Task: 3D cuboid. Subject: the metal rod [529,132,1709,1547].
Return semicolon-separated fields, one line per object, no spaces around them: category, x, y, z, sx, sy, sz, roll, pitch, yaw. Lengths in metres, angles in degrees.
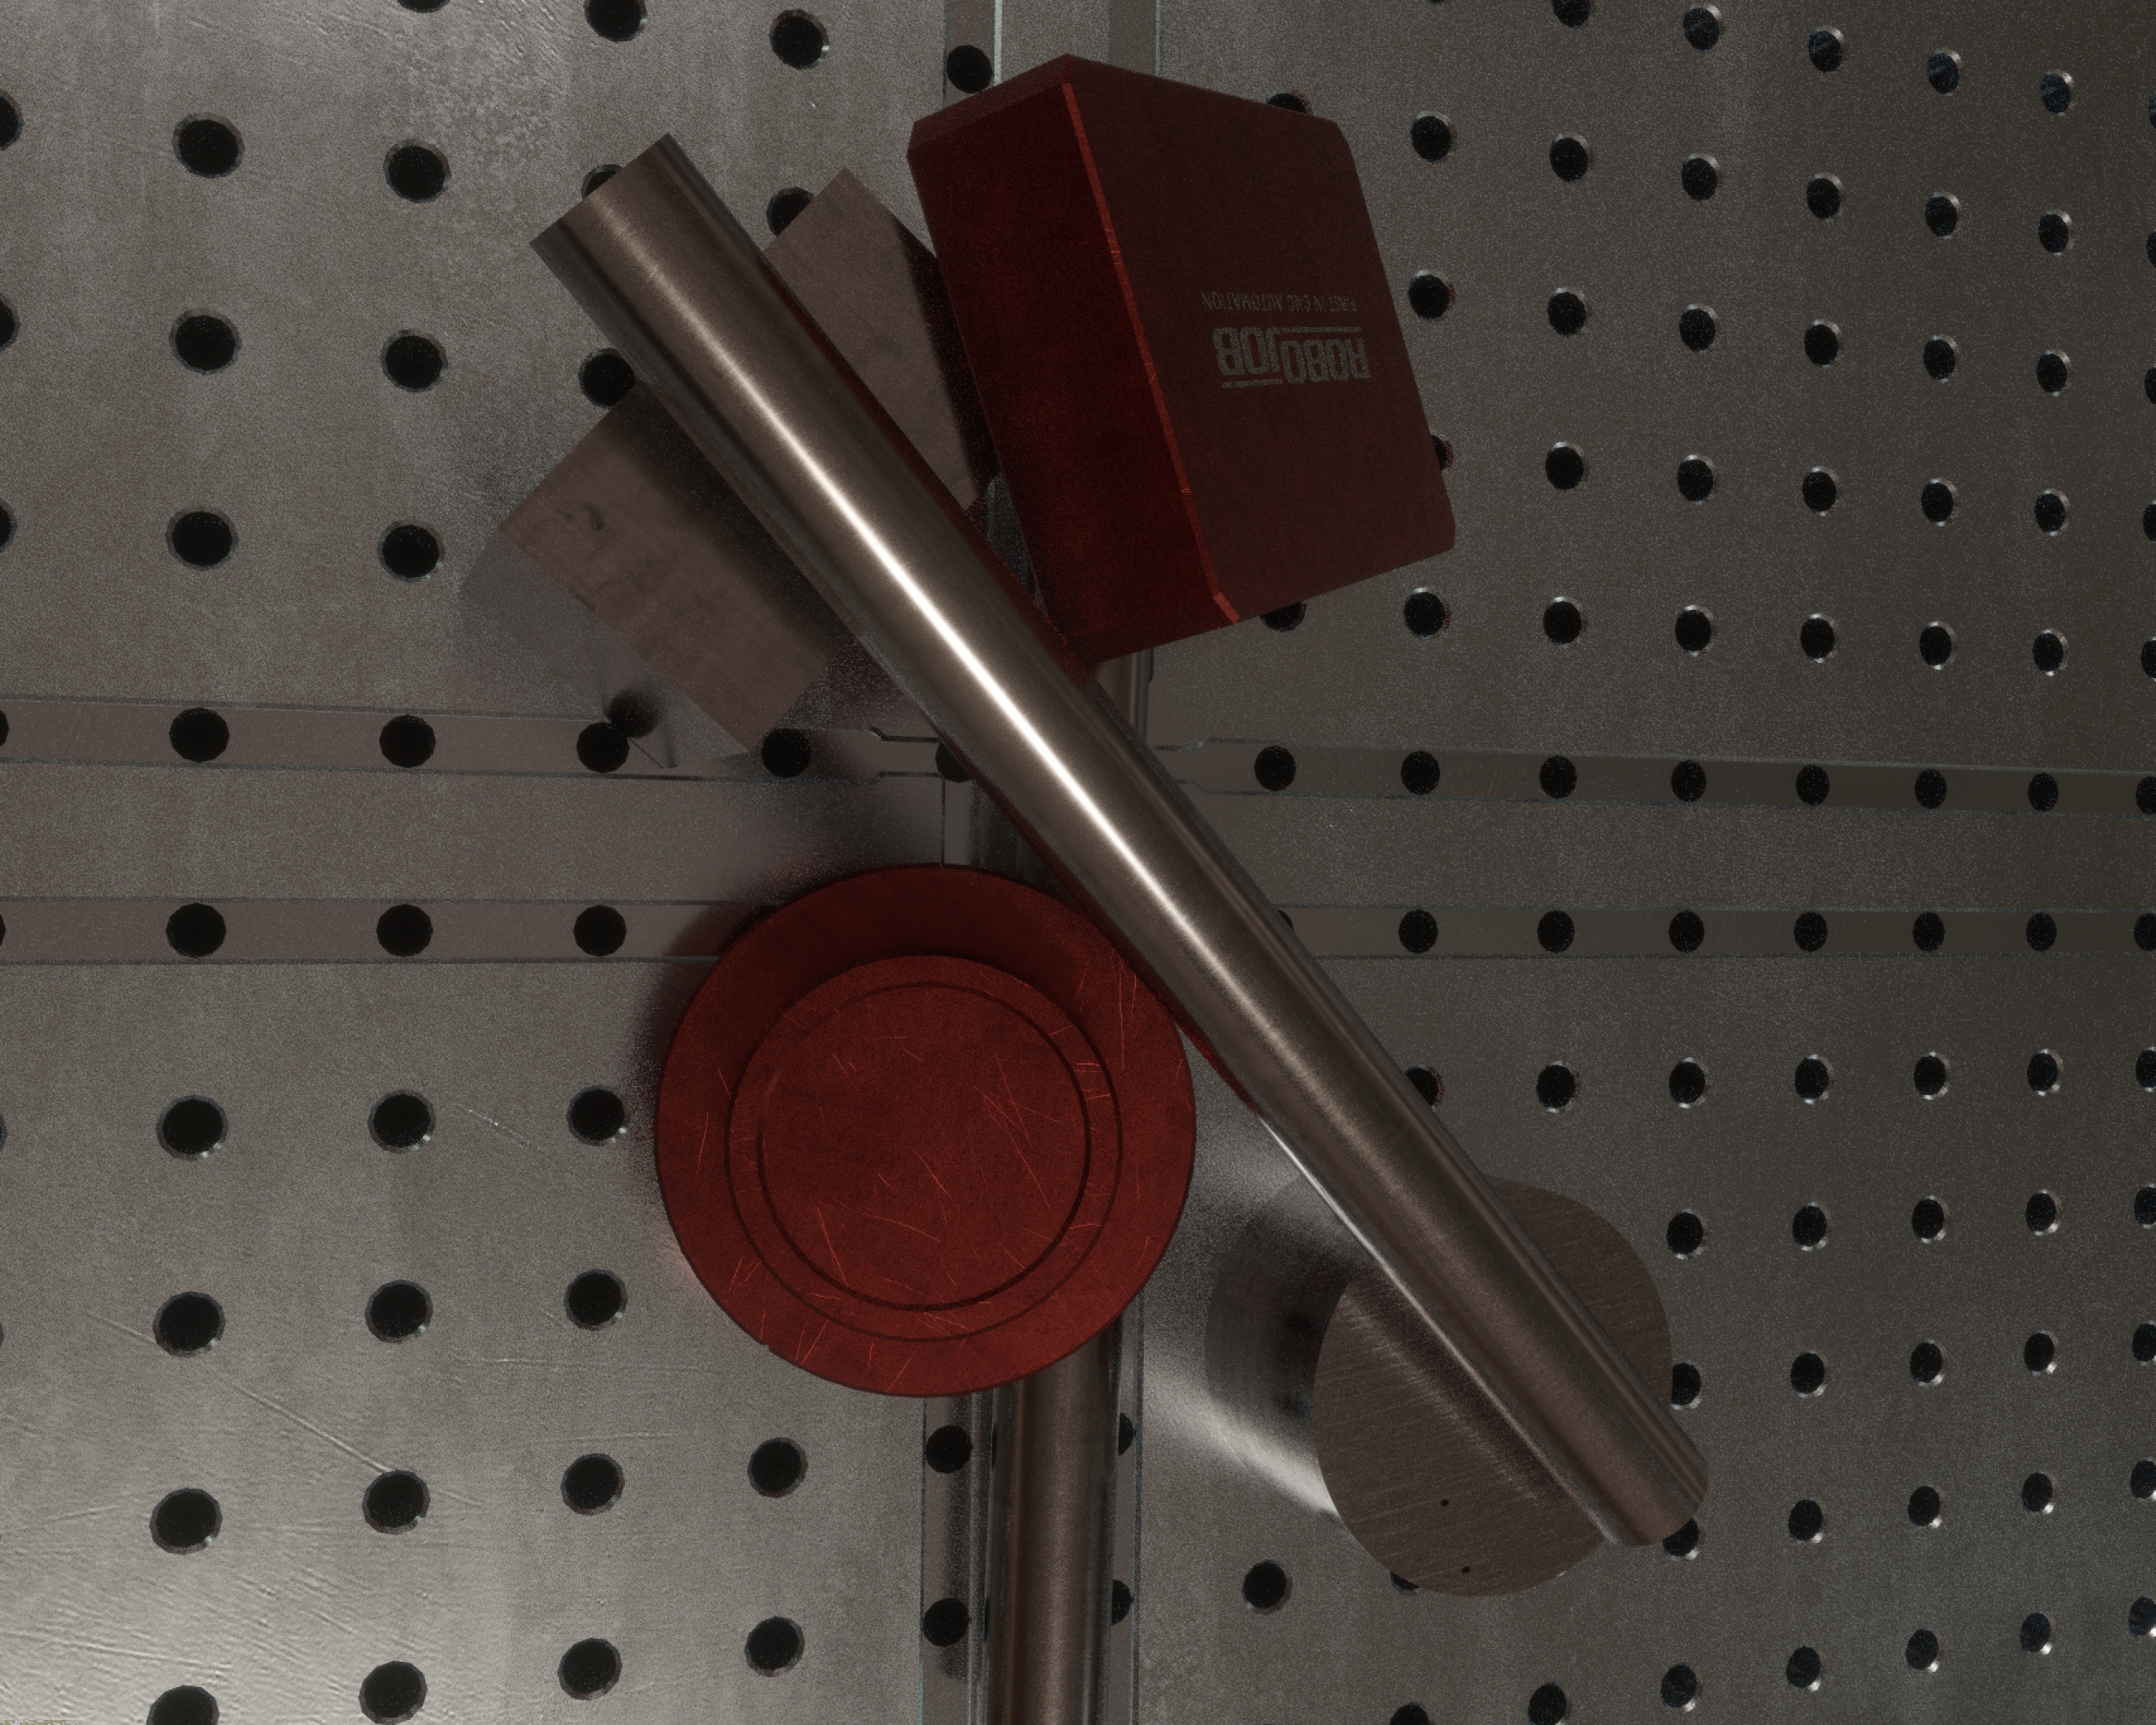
metal rod;0.021;0.013;0.346;0.025;0.025;0.300;-45;112;-14

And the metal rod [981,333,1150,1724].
metal rod;-0.001;0.020;0.413;0.025;0.025;0.298;3;89;-20

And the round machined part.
round machined part;-0.027;0.049;0.378;0.099;0.042;0.097;0;90;-3

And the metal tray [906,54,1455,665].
metal tray;0.026;-0.090;0.378;0.131;0.030;0.089;-27;102;-61

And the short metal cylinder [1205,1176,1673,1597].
short metal cylinder;0.073;0.102;0.428;0.081;0.050;0.079;0;90;-21

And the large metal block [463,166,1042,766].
large metal block;-0.058;-0.064;0.363;0.050;0.080;0.080;43;76;-15
